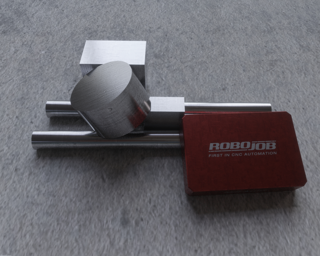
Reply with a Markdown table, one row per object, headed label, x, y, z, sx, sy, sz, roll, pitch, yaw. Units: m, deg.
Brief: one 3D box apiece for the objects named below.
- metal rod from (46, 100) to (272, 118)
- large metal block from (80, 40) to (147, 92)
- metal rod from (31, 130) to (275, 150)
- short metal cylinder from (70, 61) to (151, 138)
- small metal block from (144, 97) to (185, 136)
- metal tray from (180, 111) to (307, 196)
| label | x | y | z | sx | sy | sz | roll | pitch | yaw |
| --- | --- | --- | --- | --- | --- | --- | --- | --- | --- |
| metal rod | -0.002 | -0.024 | 0.425 | 0.302 | 0.025 | 0.025 | 1 | 50 | 0 |
| large metal block | -0.059 | -0.073 | 0.430 | 0.081 | 0.080 | 0.050 | 1 | 50 | 0 |
| metal rod | -0.006 | 0.015 | 0.392 | 0.302 | 0.025 | 0.025 | 0 | 50 | -1 |
| short metal cylinder | -0.058 | -0.034 | 0.370 | 0.080 | 0.050 | 0.080 | -16 | 46 | 17 |
| small metal block | 0.005 | -0.014 | 0.399 | 0.050 | 0.050 | 0.025 | 1 | 50 | 0 |
| metal tray | 0.092 | 0.029 | 0.360 | 0.131 | 0.030 | 0.090 | -2 | 68 | -4 |
